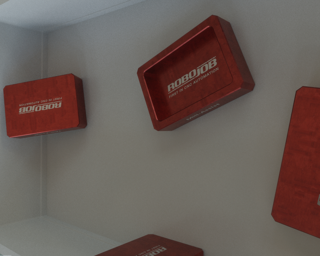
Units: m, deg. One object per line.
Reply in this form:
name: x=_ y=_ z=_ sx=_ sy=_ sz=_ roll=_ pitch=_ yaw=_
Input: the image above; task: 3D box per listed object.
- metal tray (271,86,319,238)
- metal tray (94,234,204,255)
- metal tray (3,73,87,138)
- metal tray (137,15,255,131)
metal tray: x=0.159 y=0.033 z=0.273 sx=0.090 sy=0.030 sz=0.129 roll=14 pitch=99 yaw=39
metal tray: x=-0.021 y=0.163 z=0.356 sx=0.090 sy=0.131 sz=0.030 roll=1 pitch=91 yaw=40
metal tray: x=-0.195 y=-0.036 z=0.525 sx=0.131 sy=0.030 sz=0.090 roll=-9 pitch=84 yaw=9
metal tray: x=0.036 y=-0.060 z=0.373 sx=0.130 sy=0.030 sz=0.090 roll=-28 pitch=73 yaw=36
